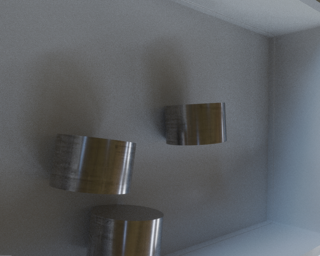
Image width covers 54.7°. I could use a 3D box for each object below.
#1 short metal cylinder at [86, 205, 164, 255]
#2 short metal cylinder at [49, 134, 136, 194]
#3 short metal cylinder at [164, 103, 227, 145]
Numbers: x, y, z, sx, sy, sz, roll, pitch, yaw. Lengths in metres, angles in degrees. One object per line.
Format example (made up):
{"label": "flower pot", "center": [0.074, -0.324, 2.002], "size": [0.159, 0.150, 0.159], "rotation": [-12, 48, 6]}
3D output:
{"label": "short metal cylinder", "center": [-0.038, 0.118, 0.341], "size": [0.081, 0.080, 0.050], "rotation": [8, 85, -40]}
{"label": "short metal cylinder", "center": [-0.067, 0.036, 0.316], "size": [0.081, 0.080, 0.050], "rotation": [11, 83, -40]}
{"label": "short metal cylinder", "center": [0.047, -0.007, 0.412], "size": [0.081, 0.080, 0.050], "rotation": [-6, 94, -40]}
